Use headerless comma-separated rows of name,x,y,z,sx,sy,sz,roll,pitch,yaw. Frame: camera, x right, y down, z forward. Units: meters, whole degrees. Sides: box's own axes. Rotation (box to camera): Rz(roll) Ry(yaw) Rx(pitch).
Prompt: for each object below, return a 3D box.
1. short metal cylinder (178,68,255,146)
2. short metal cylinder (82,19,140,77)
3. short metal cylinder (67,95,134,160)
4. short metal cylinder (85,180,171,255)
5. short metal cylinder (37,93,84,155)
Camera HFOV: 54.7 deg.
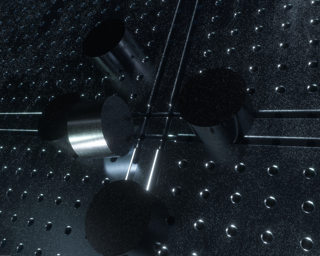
short metal cylinder,0.068,-0.024,0.371,0.080,0.050,0.080,-13,56,20
short metal cylinder,-0.080,-0.133,0.514,0.080,0.050,0.080,-13,56,20
short metal cylinder,-0.076,0.000,0.411,0.050,0.080,0.080,-8,58,23
short metal cylinder,-0.035,0.104,0.345,0.080,0.050,0.080,-13,56,20
short metal cylinder,-0.133,-0.006,0.463,0.080,0.050,0.080,-13,56,20
